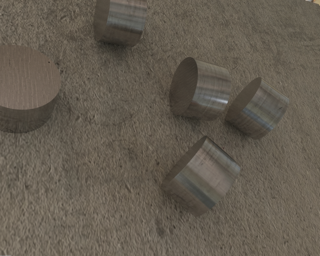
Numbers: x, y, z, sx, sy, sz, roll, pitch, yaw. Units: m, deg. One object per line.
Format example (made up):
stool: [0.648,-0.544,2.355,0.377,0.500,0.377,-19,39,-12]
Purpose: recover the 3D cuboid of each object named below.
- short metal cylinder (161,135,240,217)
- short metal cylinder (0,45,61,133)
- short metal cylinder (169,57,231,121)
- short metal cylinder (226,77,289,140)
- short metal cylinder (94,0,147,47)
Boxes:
short metal cylinder: [0.046,0.055,0.360,0.050,0.080,0.080,42,51,0]
short metal cylinder: [-0.152,-0.041,0.331,0.081,0.050,0.080,14,56,-21]
short metal cylinder: [0.053,-0.053,0.429,0.050,0.080,0.080,11,57,-23]
short metal cylinder: [0.144,-0.029,0.463,0.050,0.080,0.080,35,51,-5]
short metal cylinder: [-0.058,-0.158,0.434,0.050,0.080,0.080,4,60,-26]
